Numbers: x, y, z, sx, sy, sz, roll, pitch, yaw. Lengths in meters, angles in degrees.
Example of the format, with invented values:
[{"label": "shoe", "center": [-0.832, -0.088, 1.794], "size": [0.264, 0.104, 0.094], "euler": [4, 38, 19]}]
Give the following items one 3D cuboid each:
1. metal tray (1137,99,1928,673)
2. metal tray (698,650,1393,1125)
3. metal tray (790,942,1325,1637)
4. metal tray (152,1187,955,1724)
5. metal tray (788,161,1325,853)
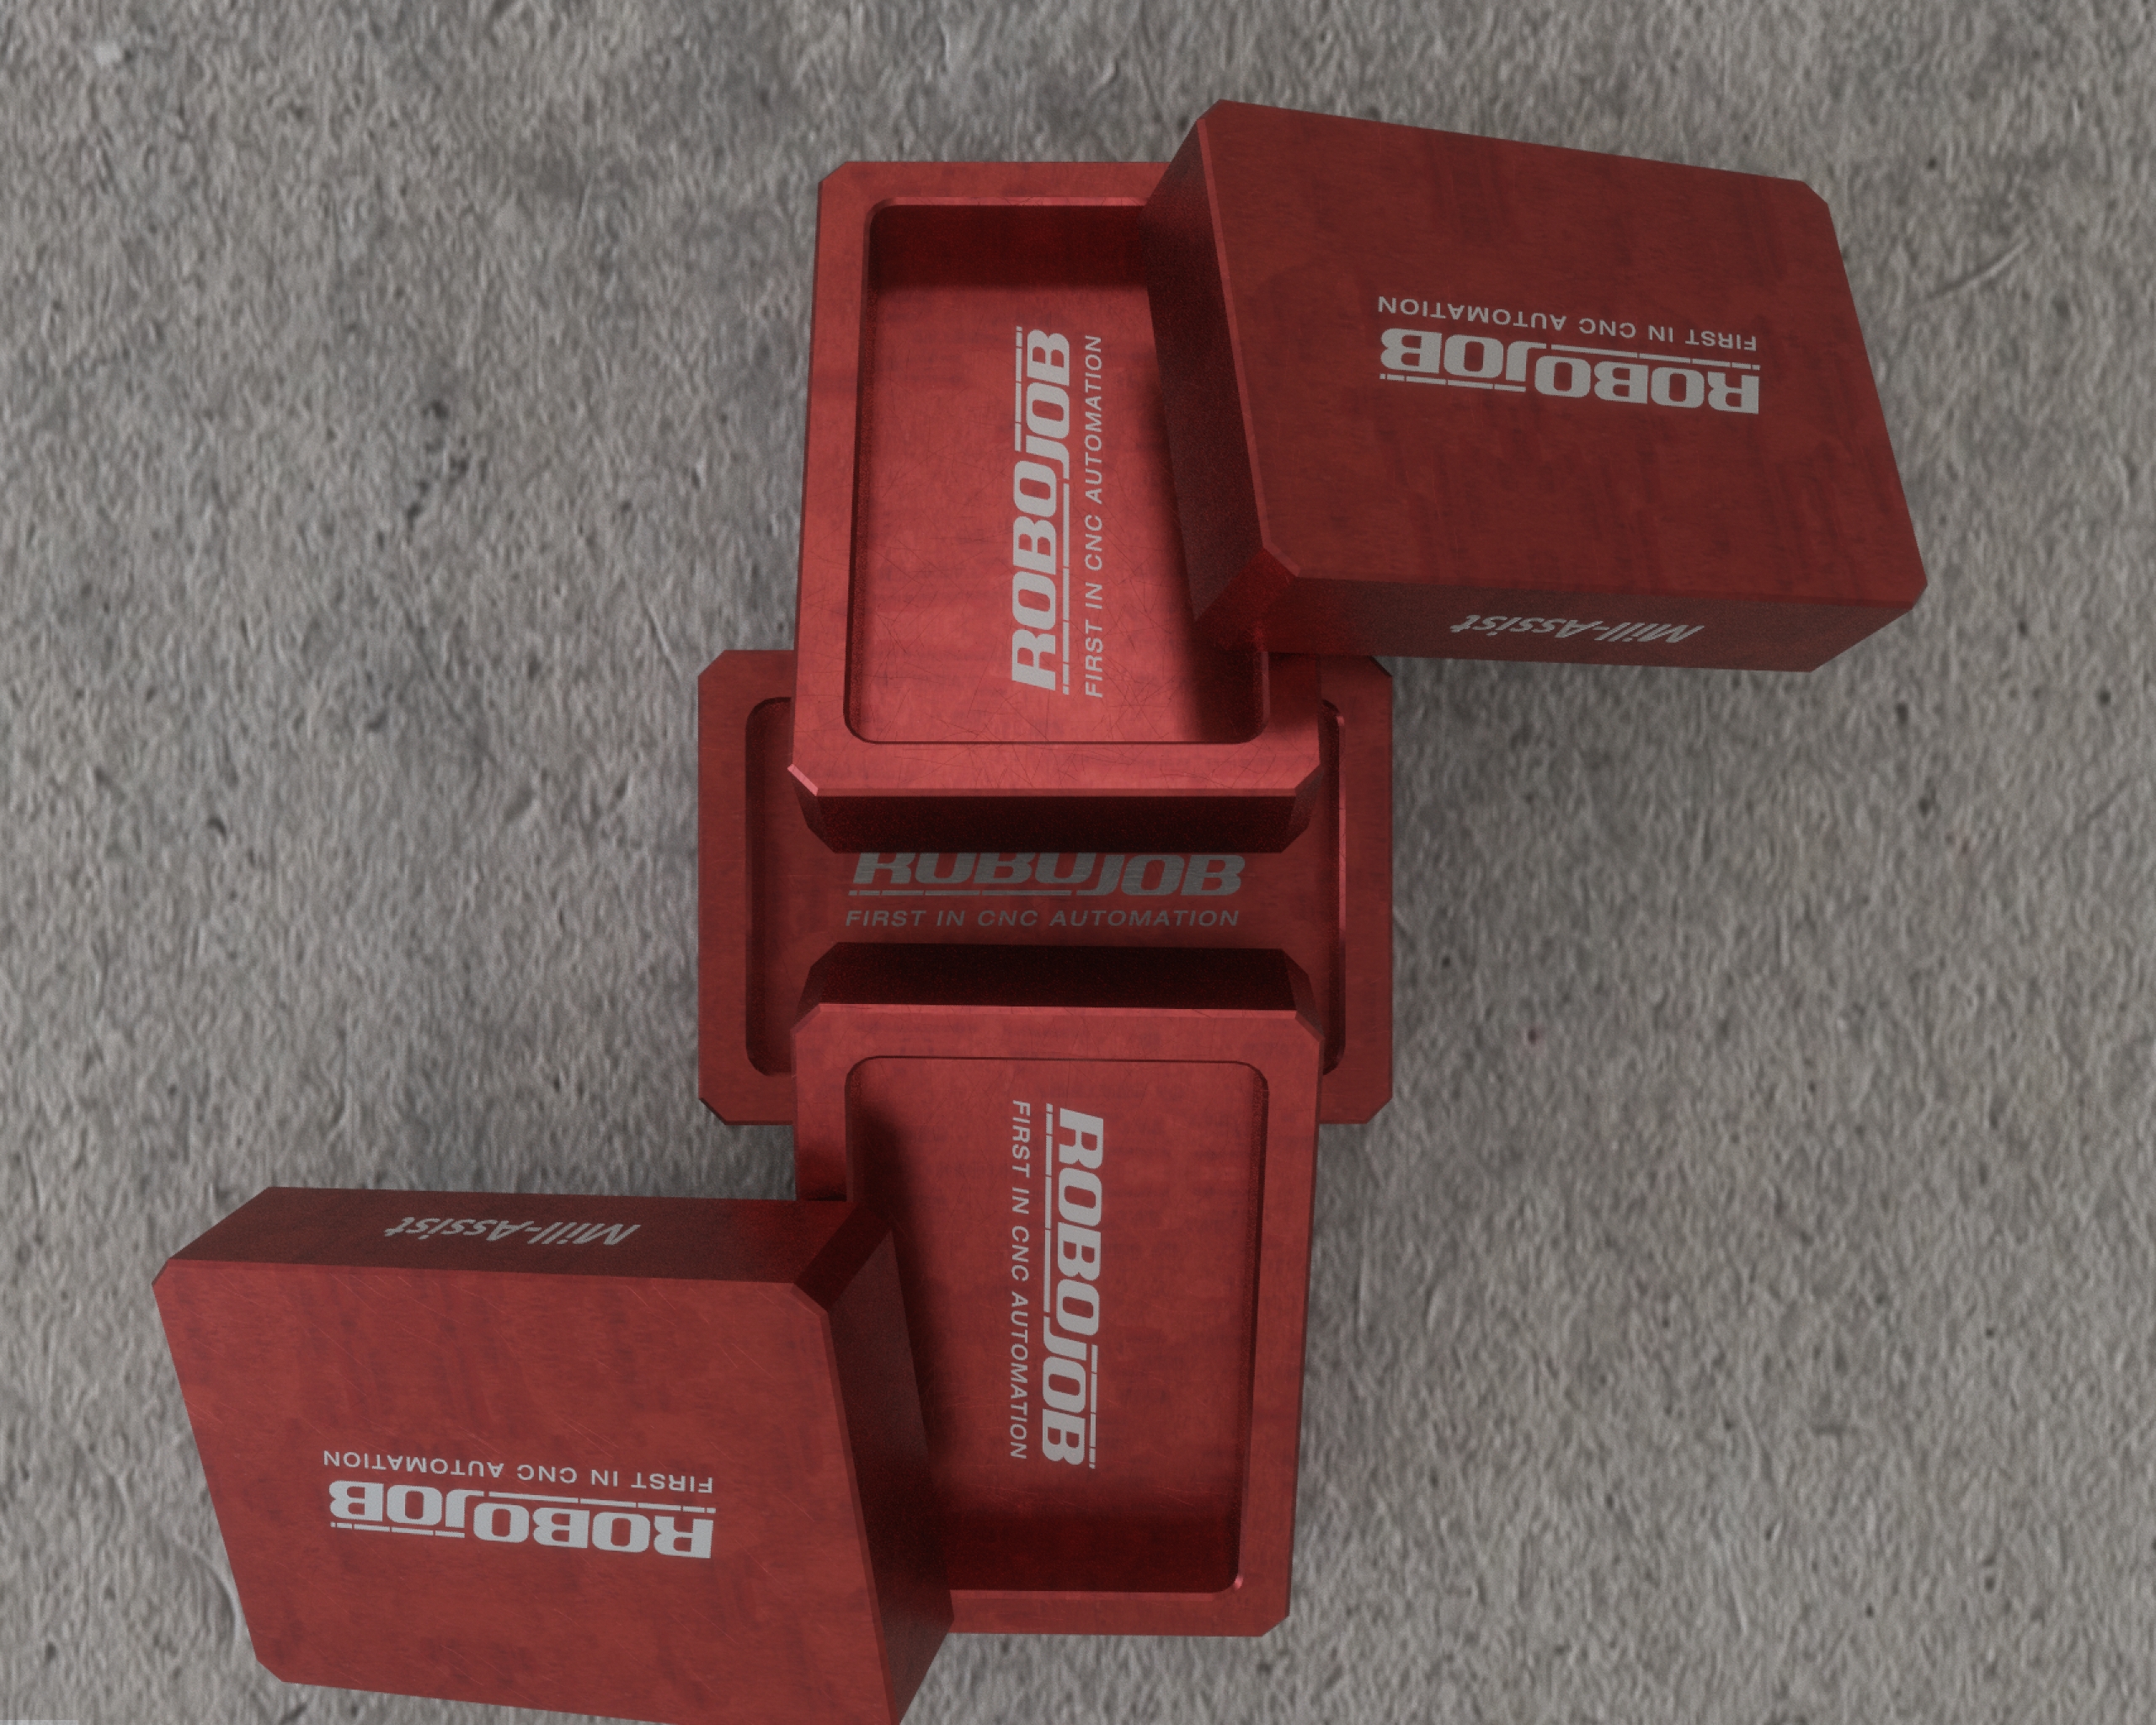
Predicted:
[{"label": "metal tray", "center": [0.081, -0.083, 0.373], "size": [0.131, 0.030, 0.090], "euler": [0, 71, -21]}, {"label": "metal tray", "center": [-0.006, 0.005, 0.407], "size": [0.131, 0.030, 0.089], "euler": [0, 90, 0]}, {"label": "metal tray", "center": [-0.004, 0.081, 0.386], "size": [0.091, 0.030, 0.129], "euler": [1, 109, -1]}, {"label": "metal tray", "center": [-0.093, 0.106, 0.375], "size": [0.130, 0.030, 0.089], "euler": [-2, 108, 17]}, {"label": "metal tray", "center": [-0.004, -0.067, 0.385], "size": [0.091, 0.030, 0.130], "euler": [0, 70, 0]}]
